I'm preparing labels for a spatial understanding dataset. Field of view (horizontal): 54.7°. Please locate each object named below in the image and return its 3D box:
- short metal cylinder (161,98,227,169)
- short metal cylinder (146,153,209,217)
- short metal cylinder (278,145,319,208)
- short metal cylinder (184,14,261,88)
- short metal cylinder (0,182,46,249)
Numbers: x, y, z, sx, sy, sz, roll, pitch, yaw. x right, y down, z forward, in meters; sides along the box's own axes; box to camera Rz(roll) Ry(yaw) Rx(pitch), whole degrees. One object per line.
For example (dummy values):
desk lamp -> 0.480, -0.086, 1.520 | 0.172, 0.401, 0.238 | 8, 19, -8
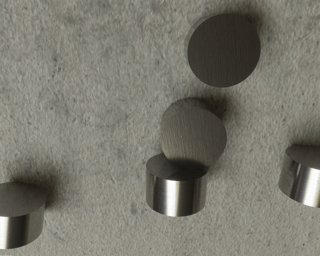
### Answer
short metal cylinder -> 0.041, 0.006, 0.399 | 0.081, 0.050, 0.079 | 0, 110, -1
short metal cylinder -> 0.022, 0.071, 0.407 | 0.081, 0.080, 0.050 | 1, 110, -1
short metal cylinder -> 0.202, 0.061, 0.406 | 0.081, 0.080, 0.050 | 3, 110, -2
short metal cylinder -> 0.070, -0.092, 0.364 | 0.081, 0.050, 0.079 | 0, 110, -1
short metal cylinder -> -0.200, 0.116, 0.420 | 0.081, 0.080, 0.050 | 11, 110, -5
